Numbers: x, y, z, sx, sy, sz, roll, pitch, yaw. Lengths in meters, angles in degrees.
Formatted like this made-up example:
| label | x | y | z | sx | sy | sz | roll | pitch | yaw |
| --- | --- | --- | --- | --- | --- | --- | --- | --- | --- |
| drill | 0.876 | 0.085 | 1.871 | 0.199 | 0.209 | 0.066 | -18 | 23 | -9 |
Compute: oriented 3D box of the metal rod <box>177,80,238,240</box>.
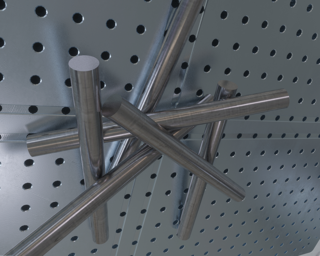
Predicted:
| label | x | y | z | sx | sy | sz | roll | pitch | yaw |
| --- | --- | --- | --- | --- | --- | --- | --- | --- | --- |
| metal rod | 0.062 | 0.068 | 0.465 | 0.025 | 0.025 | 0.298 | -8 | 129 | -24 |

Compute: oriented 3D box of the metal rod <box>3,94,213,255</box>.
| label | x | y | z | sx | sy | sz | roll | pitch | yaw |
| --- | --- | --- | --- | --- | --- | --- | --- | --- | --- |
| metal rod | -0.035 | 0.047 | 0.361 | 0.302 | 0.025 | 0.025 | -38 | 132 | -27 |

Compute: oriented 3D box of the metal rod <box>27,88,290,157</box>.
| label | x | y | z | sx | sy | sz | roll | pitch | yaw |
| --- | --- | --- | --- | --- | --- | --- | --- | --- | --- |
| metal rod | 0.003 | -0.008 | 0.361 | 0.302 | 0.025 | 0.025 | -11 | 124 | -6 |

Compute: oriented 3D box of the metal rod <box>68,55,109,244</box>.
| label | x | y | z | sx | sy | sz | roll | pitch | yaw |
| --- | --- | --- | --- | --- | --- | --- | --- | --- | --- |
| metal rod | -0.076 | 0.054 | 0.361 | 0.025 | 0.025 | 0.298 | -14 | 137 | -21 |

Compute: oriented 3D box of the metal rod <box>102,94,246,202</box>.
| label | x | y | z | sx | sy | sz | roll | pitch | yaw |
| --- | --- | --- | --- | --- | --- | --- | --- | --- | --- |
| metal rod | 0.041 | 0.043 | 0.393 | 0.025 | 0.025 | 0.301 | -48 | 135 | 5 |

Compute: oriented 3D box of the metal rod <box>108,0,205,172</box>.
| label | x | y | z | sx | sy | sz | roll | pitch | yaw |
| --- | --- | --- | --- | --- | --- | --- | --- | --- | --- |
| metal rod | -0.004 | -0.055 | 0.374 | 0.025 | 0.025 | 0.298 | 12 | 112 | -33 |
